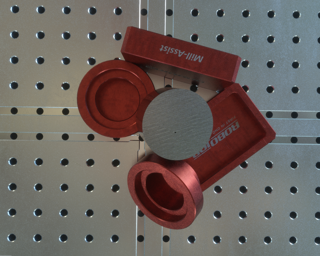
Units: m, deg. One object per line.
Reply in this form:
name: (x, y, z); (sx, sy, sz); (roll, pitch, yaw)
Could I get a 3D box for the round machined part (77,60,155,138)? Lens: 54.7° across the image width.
round machined part: (-0.054, -0.036, 0.404); (0.099, 0.042, 0.097); (0, 90, -1)

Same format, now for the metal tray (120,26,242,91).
metal tray: (0.023, -0.081, 0.381); (0.131, 0.090, 0.030); (15, 90, -1)

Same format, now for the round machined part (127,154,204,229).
round machined part: (0.011, 0.074, 0.388); (0.098, 0.042, 0.097); (18, 125, 28)

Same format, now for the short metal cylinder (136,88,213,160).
short metal cylinder: (0.015, -0.007, 0.364); (0.081, 0.050, 0.079); (-2, 99, -12)

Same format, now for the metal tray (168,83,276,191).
metal tray: (0.073, 0.013, 0.411); (0.130, 0.030, 0.090); (-36, 90, -1)
